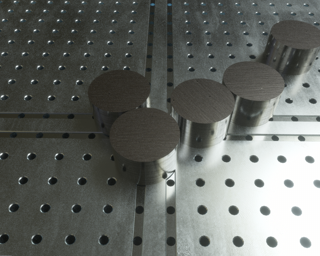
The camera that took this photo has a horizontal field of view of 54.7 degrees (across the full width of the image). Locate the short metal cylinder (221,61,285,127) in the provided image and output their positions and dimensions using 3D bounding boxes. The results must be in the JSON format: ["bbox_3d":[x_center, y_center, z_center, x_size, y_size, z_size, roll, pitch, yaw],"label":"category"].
[{"bbox_3d":[0.125,-0.048,0.433,0.081,0.050,0.080,0,50,0],"label":"short metal cylinder"}]

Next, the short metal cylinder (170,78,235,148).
[{"bbox_3d":[0.054,-0.020,0.408,0.081,0.050,0.080,0,50,0],"label":"short metal cylinder"}]

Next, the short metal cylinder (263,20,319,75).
[{"bbox_3d":[0.215,-0.131,0.503,0.081,0.050,0.080,0,50,0],"label":"short metal cylinder"}]

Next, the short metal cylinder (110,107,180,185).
[{"bbox_3d":[-0.017,0.021,0.373,0.081,0.050,0.080,0,50,0],"label":"short metal cylinder"}]

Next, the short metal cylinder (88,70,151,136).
[{"bbox_3d":[-0.053,-0.034,0.419,0.081,0.050,0.080,0,50,0],"label":"short metal cylinder"}]
